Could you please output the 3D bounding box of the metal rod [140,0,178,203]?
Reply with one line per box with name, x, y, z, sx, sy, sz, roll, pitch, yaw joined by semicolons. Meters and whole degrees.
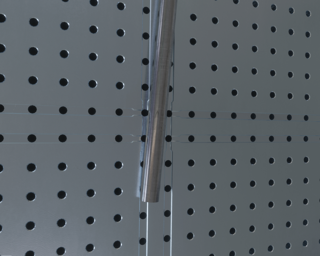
metal rod;0.000;-0.053;0.412;0.025;0.025;0.298;6;88;-20
